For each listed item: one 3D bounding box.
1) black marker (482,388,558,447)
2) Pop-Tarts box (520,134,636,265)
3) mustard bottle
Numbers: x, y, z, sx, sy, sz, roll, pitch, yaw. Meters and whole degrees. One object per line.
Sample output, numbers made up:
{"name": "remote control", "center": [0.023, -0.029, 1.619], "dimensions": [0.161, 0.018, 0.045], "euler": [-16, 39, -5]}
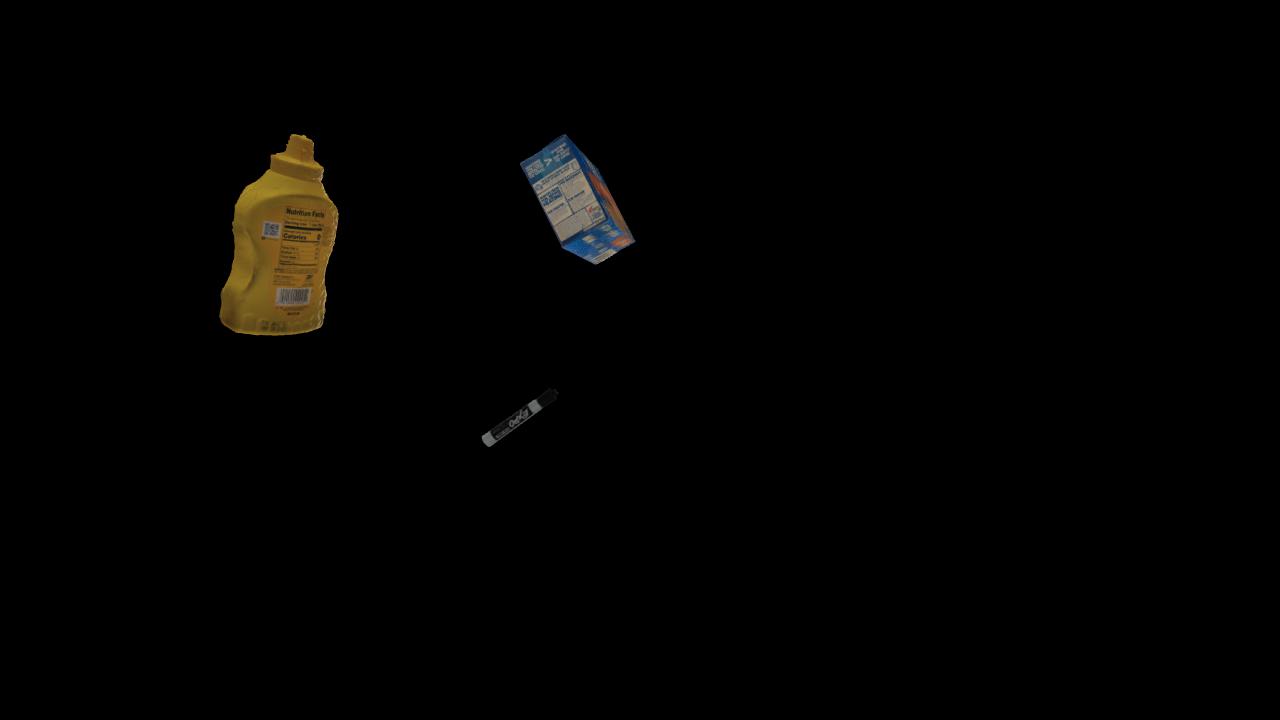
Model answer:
{"name": "black marker", "center": [-0.163, 0.077, 0.840], "dimensions": [0.121, 0.020, 0.020], "euler": [-35, -3, 4]}
{"name": "Pop-Tarts box", "center": [-0.088, -0.235, 0.932], "dimensions": [0.083, 0.141, 0.167], "euler": [-28, -6, 10]}
{"name": "mustard bottle", "center": [-0.327, -0.116, 0.571], "dimensions": [0.054, 0.184, 0.092], "euler": [28, 19, 29]}
